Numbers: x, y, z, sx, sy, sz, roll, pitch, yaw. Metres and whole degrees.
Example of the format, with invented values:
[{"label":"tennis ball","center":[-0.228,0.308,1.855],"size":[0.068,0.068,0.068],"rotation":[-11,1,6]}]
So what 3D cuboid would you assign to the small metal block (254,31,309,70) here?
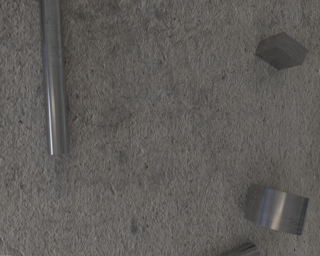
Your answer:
[{"label":"small metal block","center":[0.180,-0.113,0.462],"size":[0.050,0.050,0.025],"rotation":[27,81,-18]}]

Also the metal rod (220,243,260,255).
[{"label":"metal rod","center":[0.003,0.217,0.410],"size":[0.302,0.025,0.025],"rotation":[-14,95,-20]}]

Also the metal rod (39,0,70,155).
[{"label":"metal rod","center":[-0.127,-0.119,0.362],"size":[0.025,0.025,0.298],"rotation":[-3,91,-20]}]

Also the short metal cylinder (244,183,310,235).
[{"label":"short metal cylinder","center":[0.165,0.114,0.441],"size":[0.081,0.080,0.050],"rotation":[16,85,-20]}]
